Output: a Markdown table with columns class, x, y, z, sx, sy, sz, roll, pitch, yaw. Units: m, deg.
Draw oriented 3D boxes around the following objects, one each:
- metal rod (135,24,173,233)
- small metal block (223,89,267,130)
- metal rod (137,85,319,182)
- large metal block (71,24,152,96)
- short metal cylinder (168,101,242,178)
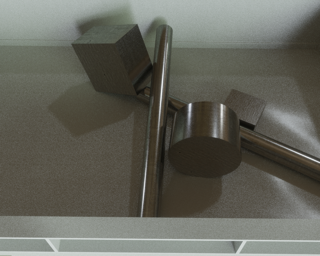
| class | x | y | z | sx | sy | sz | roll | pitch | yaw |
| --- | --- | --- | --- | --- | --- | --- | --- | --- | --- |
| metal rod | -0.003 | -0.022 | 0.396 | 0.025 | 0.025 | 0.300 | 3 | 58 | 2 |
| small metal block | 0.112 | -0.021 | 0.425 | 0.050 | 0.025 | 0.050 | 24 | 54 | 18 |
| metal rod | 0.102 | 0.009 | 0.399 | 0.301 | 0.025 | 0.025 | 25 | 54 | 19 |
| large metal block | -0.063 | -0.095 | 0.434 | 0.080 | 0.080 | 0.050 | 10 | 48 | 34 |
| short metal cylinder | 0.052 | 0.015 | 0.358 | 0.080 | 0.080 | 0.050 | 5 | 50 | 4 |
